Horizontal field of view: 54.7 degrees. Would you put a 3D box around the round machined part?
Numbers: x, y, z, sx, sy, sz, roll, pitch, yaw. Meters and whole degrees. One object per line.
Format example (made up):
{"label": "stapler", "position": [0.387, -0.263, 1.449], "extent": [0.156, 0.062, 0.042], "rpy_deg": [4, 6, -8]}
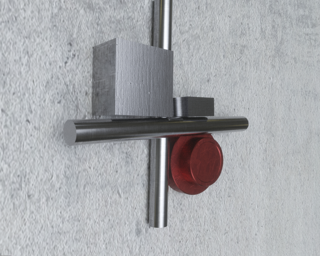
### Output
{"label": "round machined part", "position": [0.053, 0.047, 0.441], "extent": [0.099, 0.042, 0.097], "rpy_deg": [0, 90, -40]}

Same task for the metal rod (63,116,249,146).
{"label": "metal rod", "position": [0.024, -0.001, 0.396], "extent": [0.302, 0.025, 0.025], "rpy_deg": [-3, 92, -44]}

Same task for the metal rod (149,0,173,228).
{"label": "metal rod", "position": [0.001, -0.022, 0.409], "extent": [0.025, 0.025, 0.298], "rpy_deg": [2, 89, -40]}

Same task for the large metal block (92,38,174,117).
{"label": "large metal block", "position": [-0.031, -0.053, 0.364], "extent": [0.081, 0.050, 0.079], "rpy_deg": [1, 90, -40]}

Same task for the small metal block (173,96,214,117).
{"label": "small metal block", "position": [0.038, -0.028, 0.425], "extent": [0.050, 0.050, 0.025], "rpy_deg": [-2, 92, -40]}
